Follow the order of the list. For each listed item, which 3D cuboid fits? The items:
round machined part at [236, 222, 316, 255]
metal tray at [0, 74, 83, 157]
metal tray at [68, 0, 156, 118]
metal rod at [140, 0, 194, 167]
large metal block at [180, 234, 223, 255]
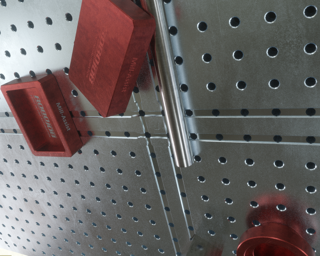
[{"bbox_3d":[0.158,0.169,0.421,0.098,0.042,0.097,13,124,20],"label":"round machined part"},{"bbox_3d":[-0.187,-0.016,0.493,0.090,0.030,0.129,-2,118,28],"label":"metal tray"},{"bbox_3d":[-0.063,-0.088,0.364,0.090,0.030,0.129,46,132,24],"label":"metal tray"},{"bbox_3d":[0.003,-0.084,0.356,0.025,0.025,0.298,1,119,27],"label":"metal rod"},{"bbox_3d":[0.050,0.232,0.492,0.050,0.080,0.079,30,128,8],"label":"large metal block"}]
